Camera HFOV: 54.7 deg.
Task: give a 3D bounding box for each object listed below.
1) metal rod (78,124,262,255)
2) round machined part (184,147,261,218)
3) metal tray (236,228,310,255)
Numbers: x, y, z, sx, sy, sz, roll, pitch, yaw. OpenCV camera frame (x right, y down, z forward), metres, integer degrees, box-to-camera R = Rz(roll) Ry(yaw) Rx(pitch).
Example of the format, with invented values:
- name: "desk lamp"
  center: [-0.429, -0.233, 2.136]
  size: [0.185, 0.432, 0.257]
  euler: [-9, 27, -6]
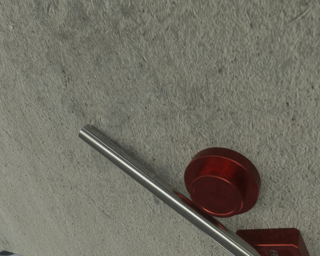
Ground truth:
- name: "metal rod"
  center: [0.006, 0.089, 0.436]
  size: [0.300, 0.025, 0.025]
  euler: [35, 129, 12]
- name: "round machined part"
  center: [0.077, 0.077, 0.402]
  size: [0.098, 0.042, 0.097]
  euler: [13, 124, 20]
- name: "metal tray"
  center: [0.168, 0.202, 0.439]
  size: [0.090, 0.030, 0.129]
  euler: [-16, 111, 34]
